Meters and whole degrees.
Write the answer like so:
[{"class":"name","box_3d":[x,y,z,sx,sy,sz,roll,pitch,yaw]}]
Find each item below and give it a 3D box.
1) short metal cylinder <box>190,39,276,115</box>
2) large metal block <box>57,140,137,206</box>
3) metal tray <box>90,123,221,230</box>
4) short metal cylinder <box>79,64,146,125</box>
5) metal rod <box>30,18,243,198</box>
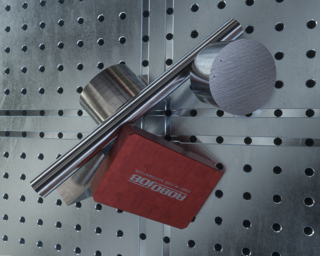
[{"class":"short metal cylinder","box_3d":[0.081,-0.058,0.349,0.081,0.050,0.079,-4,104,-17]},{"class":"large metal block","box_3d":[-0.085,0.051,0.412,0.080,0.080,0.050,-41,77,15]},{"class":"metal tray","box_3d":[-0.003,0.061,0.368,0.131,0.030,0.090,26,101,-25]},{"class":"short metal cylinder","box_3d":[-0.055,-0.036,0.402,0.080,0.080,0.050,-45,76,14]},{"class":"metal rod","box_3d":[-0.021,-0.028,0.362,0.301,0.025,0.025,-40,77,-7]}]
